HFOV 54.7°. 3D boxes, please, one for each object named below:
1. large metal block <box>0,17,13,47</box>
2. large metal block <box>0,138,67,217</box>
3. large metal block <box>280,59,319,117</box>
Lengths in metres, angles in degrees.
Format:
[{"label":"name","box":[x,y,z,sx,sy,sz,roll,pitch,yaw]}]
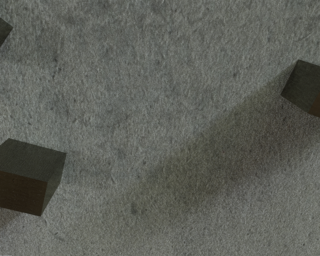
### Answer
[{"label":"large metal block","box":[-0.225,-0.114,0.335,0.080,0.080,0.050,38,106,-13]},{"label":"large metal block","box":[-0.176,0.061,0.400,0.080,0.080,0.050,16,109,-6]},{"label":"large metal block","box":[0.206,-0.039,0.369,0.080,0.080,0.050,19,109,-7]}]
